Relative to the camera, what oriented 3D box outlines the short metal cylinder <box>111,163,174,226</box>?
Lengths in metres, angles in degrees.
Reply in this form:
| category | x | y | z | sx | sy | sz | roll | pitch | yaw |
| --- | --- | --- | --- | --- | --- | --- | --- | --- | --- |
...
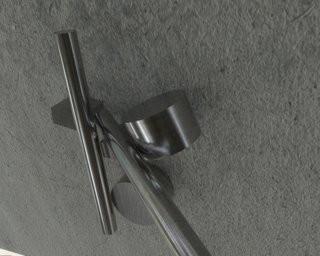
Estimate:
| category | x | y | z | sx | sy | sz | roll | pitch | yaw |
| --- | --- | --- | --- | --- | --- | --- | --- | --- | --- |
| short metal cylinder | -0.026 | 0.098 | 0.465 | 0.080 | 0.050 | 0.079 | 13 | 124 | 21 |

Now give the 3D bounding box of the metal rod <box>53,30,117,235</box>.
| category | x | y | z | sx | sy | sz | roll | pitch | yaw |
| --- | --- | --- | --- | --- | --- | --- | --- | --- | --- |
| metal rod | -0.092 | 0.025 | 0.411 | 0.025 | 0.025 | 0.298 | 7 | 120 | 24 |

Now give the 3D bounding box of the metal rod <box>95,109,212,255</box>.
| category | x | y | z | sx | sy | sz | roll | pitch | yaw |
| --- | --- | --- | --- | --- | --- | --- | --- | --- | --- |
| metal rod | -0.016 | 0.055 | 0.321 | 0.300 | 0.025 | 0.025 | -132 | 35 | -50 |

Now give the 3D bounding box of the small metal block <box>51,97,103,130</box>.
| category | x | y | z | sx | sy | sz | roll | pitch | yaw |
| --- | --- | --- | --- | --- | --- | --- | --- | --- | --- |
| small metal block | -0.115 | -0.023 | 0.437 | 0.050 | 0.050 | 0.025 | 16 | 125 | 19 |

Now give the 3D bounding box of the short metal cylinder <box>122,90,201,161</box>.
| category | x | y | z | sx | sy | sz | roll | pitch | yaw |
| --- | --- | --- | --- | --- | --- | --- | --- | --- | --- |
| short metal cylinder | 0.002 | -0.005 | 0.367 | 0.080 | 0.080 | 0.050 | -13 | 112 | 33 |

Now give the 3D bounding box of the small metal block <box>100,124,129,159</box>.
| category | x | y | z | sx | sy | sz | roll | pitch | yaw |
| --- | --- | --- | --- | --- | --- | --- | --- | --- | --- |
| small metal block | -0.045 | 0.020 | 0.427 | 0.050 | 0.050 | 0.025 | 7 | 122 | 24 |
